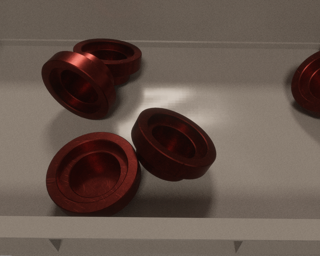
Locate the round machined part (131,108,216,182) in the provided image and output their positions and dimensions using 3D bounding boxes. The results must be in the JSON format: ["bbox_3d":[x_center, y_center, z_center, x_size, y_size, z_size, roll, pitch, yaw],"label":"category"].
[{"bbox_3d":[0.012,0.023,0.357,0.099,0.042,0.098,22,31,-14],"label":"round machined part"}]

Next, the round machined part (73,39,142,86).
[{"bbox_3d":[-0.078,-0.097,0.463,0.099,0.042,0.098,6,34,-4],"label":"round machined part"}]

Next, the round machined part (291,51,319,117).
[{"bbox_3d":[0.237,-0.058,0.425,0.098,0.042,0.098,-23,53,36],"label":"round machined part"}]

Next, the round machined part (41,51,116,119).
[{"bbox_3d":[-0.100,-0.060,0.407,0.098,0.097,0.042,19,53,15],"label":"round machined part"}]

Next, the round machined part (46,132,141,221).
[{"bbox_3d":[-0.069,0.055,0.342,0.099,0.042,0.098,-3,52,5],"label":"round machined part"}]
